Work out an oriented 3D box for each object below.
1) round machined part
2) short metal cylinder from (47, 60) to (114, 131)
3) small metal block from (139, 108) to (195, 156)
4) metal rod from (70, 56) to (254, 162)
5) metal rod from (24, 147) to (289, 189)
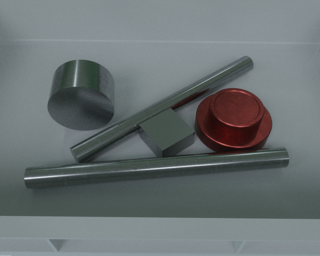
[{"bbox_3d":[0.097,-0.015,0.404,0.099,0.042,0.098,0,50,0],"label":"round machined part"},{"bbox_3d":[-0.100,-0.041,0.401,0.081,0.080,0.050,-4,50,-4],"label":"short metal cylinder"},{"bbox_3d":[0.008,0.008,0.396,0.050,0.025,0.050,-29,56,-22],"label":"small metal block"},{"bbox_3d":[0.018,-0.034,0.432,0.302,0.025,0.025,-30,56,-23],"label":"metal rod"},{"bbox_3d":[0.000,0.046,0.364,0.302,0.025,0.025,-4,50,-4],"label":"metal rod"}]
